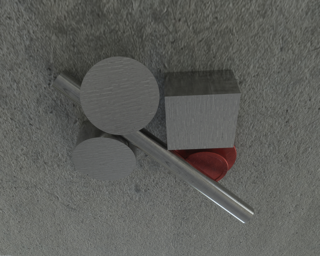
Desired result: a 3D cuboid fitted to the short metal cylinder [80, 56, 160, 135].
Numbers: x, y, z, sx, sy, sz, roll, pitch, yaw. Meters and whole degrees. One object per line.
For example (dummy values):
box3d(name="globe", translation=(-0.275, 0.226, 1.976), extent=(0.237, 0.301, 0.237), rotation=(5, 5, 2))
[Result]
box3d(name="short metal cylinder", translation=(-0.045, -0.034, 0.338), extent=(0.081, 0.050, 0.079), rotation=(-1, 92, -14))

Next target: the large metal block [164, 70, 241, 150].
box3d(name="large metal block", translation=(0.047, -0.021, 0.372), extent=(0.080, 0.050, 0.079), rotation=(-3, 130, 2))

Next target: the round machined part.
box3d(name="round machined part", translation=(0.058, 0.044, 0.434), extent=(0.099, 0.042, 0.097), rotation=(0, 130, 0))

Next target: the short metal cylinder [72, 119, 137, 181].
box3d(name="short metal cylinder", translation=(-0.071, 0.025, 0.414), extent=(0.081, 0.050, 0.079), rotation=(0, 130, 0))

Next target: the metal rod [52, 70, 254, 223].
box3d(name="metal rod", translation=(0.000, 0.030, 0.390), extent=(0.301, 0.025, 0.025), rotation=(37, 122, -12))
